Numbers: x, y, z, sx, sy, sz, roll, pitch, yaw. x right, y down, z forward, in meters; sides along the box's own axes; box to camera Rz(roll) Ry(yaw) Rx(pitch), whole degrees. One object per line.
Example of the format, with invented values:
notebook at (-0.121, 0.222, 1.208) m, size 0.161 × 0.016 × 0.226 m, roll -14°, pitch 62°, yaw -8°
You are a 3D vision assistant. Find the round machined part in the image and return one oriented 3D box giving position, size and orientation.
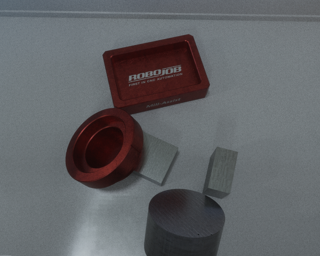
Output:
round machined part at (-0.062, 0.027, 0.375) m, size 0.098 × 0.042 × 0.098 m, roll -17°, pitch 52°, yaw 23°

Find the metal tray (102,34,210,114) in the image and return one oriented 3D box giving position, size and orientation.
metal tray at (-0.006, -0.075, 0.434) m, size 0.131 × 0.030 × 0.090 m, roll -13°, pitch 71°, yaw -5°

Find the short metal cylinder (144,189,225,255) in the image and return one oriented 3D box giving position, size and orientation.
short metal cylinder at (0.025, 0.109, 0.334) m, size 0.080 × 0.080 × 0.050 m, roll 8°, pitch 112°, yaw 2°

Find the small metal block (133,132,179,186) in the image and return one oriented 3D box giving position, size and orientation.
small metal block at (-0.010, 0.040, 0.395) m, size 0.050 × 0.025 × 0.050 m, roll 24°, pitch 72°, yaw 8°

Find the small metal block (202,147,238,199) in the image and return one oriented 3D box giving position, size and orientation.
small metal block at (0.072, 0.056, 0.377) m, size 0.025 × 0.050 × 0.050 m, roll 14°, pitch 71°, yaw 5°
